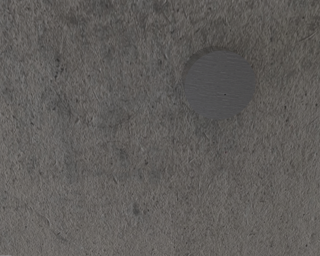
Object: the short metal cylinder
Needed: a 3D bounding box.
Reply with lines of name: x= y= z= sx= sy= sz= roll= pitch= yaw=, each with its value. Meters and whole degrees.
short metal cylinder: x=0.068 y=-0.056 z=0.376 sx=0.080 sy=0.050 sz=0.079 roll=0 pitch=110 yaw=0
